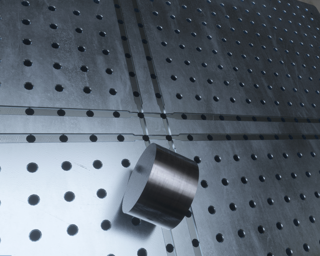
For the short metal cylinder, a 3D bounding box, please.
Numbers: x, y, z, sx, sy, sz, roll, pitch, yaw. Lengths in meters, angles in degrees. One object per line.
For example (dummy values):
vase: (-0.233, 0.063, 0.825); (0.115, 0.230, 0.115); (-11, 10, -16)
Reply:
short metal cylinder: (-0.001, 0.062, 0.336); (0.050, 0.080, 0.080); (25, 53, -13)
